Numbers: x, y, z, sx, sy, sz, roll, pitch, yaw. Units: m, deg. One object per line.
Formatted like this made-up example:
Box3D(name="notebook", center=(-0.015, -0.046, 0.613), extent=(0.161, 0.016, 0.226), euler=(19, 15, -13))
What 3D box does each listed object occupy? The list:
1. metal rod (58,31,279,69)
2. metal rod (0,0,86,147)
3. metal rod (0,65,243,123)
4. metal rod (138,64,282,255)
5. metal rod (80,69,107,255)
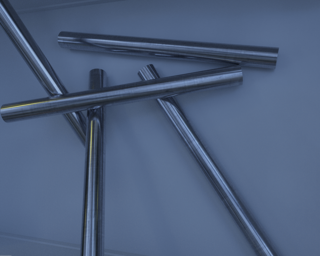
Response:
Box3D(name="metal rod", center=(-0.003, -0.106, 0.410), extent=(0.301, 0.025, 0.025), euler=(10, 93, 19))
Box3D(name="metal rod", center=(-0.167, -0.100, 0.393), extent=(0.025, 0.025, 0.299), euler=(-22, 112, 18))
Box3D(name="metal rod", center=(-0.051, -0.041, 0.388), extent=(0.302, 0.025, 0.025), euler=(-9, 87, 5))
Box3D(name="metal rod", center=(0.060, 0.046, 0.388), extent=(0.025, 0.025, 0.299), euler=(-36, 79, 16))
Box3D(name="metal rod", center=(-0.078, 0.055, 0.372), extent=(0.025, 0.025, 0.299), euler=(-15, 60, 19))
